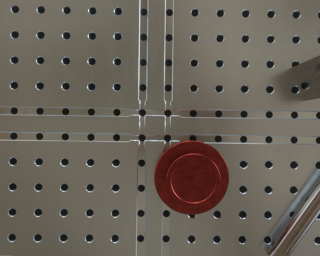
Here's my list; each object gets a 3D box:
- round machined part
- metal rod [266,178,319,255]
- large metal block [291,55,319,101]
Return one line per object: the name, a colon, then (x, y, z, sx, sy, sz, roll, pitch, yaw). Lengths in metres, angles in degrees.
round machined part: (0.042, 0.065, 0.406, 0.099, 0.042, 0.097, 0, 90, -1)
metal rod: (0.241, 0.054, 0.416, 0.025, 0.025, 0.299, 36, 90, -1)
large metal block: (0.229, -0.077, 0.389, 0.080, 0.080, 0.050, -24, 90, 0)
